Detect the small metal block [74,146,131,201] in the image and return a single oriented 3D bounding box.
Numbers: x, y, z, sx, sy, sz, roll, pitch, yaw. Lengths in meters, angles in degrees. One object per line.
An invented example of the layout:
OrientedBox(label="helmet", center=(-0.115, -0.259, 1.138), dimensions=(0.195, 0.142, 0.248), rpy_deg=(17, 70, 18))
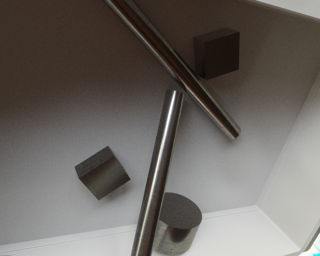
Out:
OrientedBox(label="small metal block", center=(-0.074, 0.059, 0.406), dimensions=(0.050, 0.025, 0.050), rpy_deg=(-33, 129, -7))

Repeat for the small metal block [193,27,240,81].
OrientedBox(label="small metal block", center=(0.072, -0.094, 0.392), dimensions=(0.050, 0.025, 0.050), rpy_deg=(-20, 127, -17))

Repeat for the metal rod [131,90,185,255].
OrientedBox(label="metal rod", center=(-0.011, 0.100, 0.382), dimensions=(0.025, 0.025, 0.298), rpy_deg=(16, 83, -35))

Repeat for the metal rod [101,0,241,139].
OrientedBox(label="metal rod", center=(0.025, -0.070, 0.380), dimensions=(0.025, 0.025, 0.300), rpy_deg=(-46, 130, 4))

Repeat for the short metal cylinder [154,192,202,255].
OrientedBox(label="short metal cylinder", center=(0.018, 0.144, 0.474), dimensions=(0.081, 0.080, 0.050), rpy_deg=(2, 117, -30))
